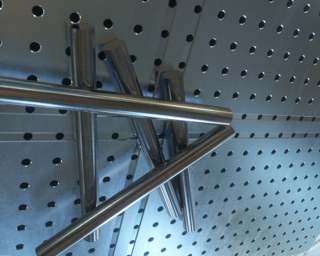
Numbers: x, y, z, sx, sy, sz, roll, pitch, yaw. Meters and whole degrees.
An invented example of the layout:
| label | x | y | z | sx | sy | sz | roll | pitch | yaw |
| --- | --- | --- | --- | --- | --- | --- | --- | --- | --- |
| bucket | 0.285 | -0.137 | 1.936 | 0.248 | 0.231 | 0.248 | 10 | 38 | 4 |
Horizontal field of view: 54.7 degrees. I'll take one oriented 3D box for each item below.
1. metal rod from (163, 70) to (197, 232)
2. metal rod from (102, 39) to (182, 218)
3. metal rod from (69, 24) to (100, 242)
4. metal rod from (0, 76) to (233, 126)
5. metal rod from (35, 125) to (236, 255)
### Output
| label | x | y | z | sx | sy | sz | roll | pitch | yaw |
| --- | --- | --- | --- | --- | --- | --- | --- | --- | --- |
| metal rod | 0.035 | 0.055 | 0.466 | 0.025 | 0.025 | 0.298 | -21 | 127 | -16 |
| metal rod | -0.012 | 0.024 | 0.420 | 0.025 | 0.025 | 0.299 | -27 | 128 | -12 |
| metal rod | -0.089 | 0.028 | 0.380 | 0.025 | 0.025 | 0.298 | -9 | 123 | -24 |
| metal rod | -0.039 | -0.026 | 0.343 | 0.302 | 0.025 | 0.025 | 5 | 116 | -31 |
| metal rod | -0.027 | 0.082 | 0.416 | 0.301 | 0.025 | 0.025 | -33 | 129 | -7 |
